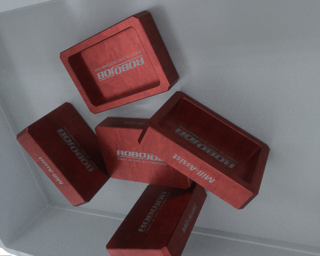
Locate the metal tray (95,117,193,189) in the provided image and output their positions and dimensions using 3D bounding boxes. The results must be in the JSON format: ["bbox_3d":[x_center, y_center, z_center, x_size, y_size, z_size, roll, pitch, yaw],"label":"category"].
[{"bbox_3d":[-0.020,0.033,0.431,0.130,0.030,0.089,3,120,26],"label":"metal tray"}]

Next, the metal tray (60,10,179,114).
[{"bbox_3d":[-0.052,-0.075,0.383,0.130,0.030,0.090,-14,112,33],"label":"metal tray"}]

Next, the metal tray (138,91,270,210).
[{"bbox_3d":[0.053,0.019,0.347,0.130,0.090,0.030,33,129,6],"label":"metal tray"}]

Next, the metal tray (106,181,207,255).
[{"bbox_3d":[0.000,0.121,0.410,0.090,0.131,0.030,-13,112,32],"label":"metal tray"}]

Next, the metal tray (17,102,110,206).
[{"bbox_3d":[-0.129,0.036,0.452,0.030,0.090,0.130,-27,104,36],"label":"metal tray"}]
